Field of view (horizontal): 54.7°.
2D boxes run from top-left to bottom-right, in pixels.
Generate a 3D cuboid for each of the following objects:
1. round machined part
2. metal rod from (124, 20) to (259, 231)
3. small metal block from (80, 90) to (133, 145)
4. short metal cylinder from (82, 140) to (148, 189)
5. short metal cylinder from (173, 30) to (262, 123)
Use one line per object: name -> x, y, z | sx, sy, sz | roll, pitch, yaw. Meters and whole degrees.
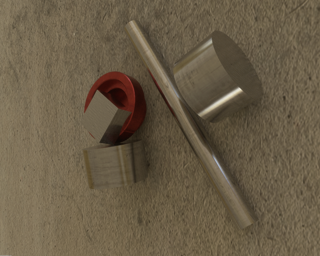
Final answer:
round machined part -> -0.058, -0.026, 0.436 | 0.098, 0.042, 0.098 | -8, 76, 36
metal rod -> 0.027, -0.020, 0.382 | 0.025, 0.025, 0.299 | -42, 65, 32
small metal block -> -0.070, -0.014, 0.400 | 0.050, 0.025, 0.050 | 40, 106, 35
short metal cylinder -> -0.060, 0.047, 0.415 | 0.080, 0.081, 0.050 | -7, 93, 40
short metal cylinder -> 0.060, -0.052, 0.320 | 0.050, 0.081, 0.080 | -34, 69, 35
